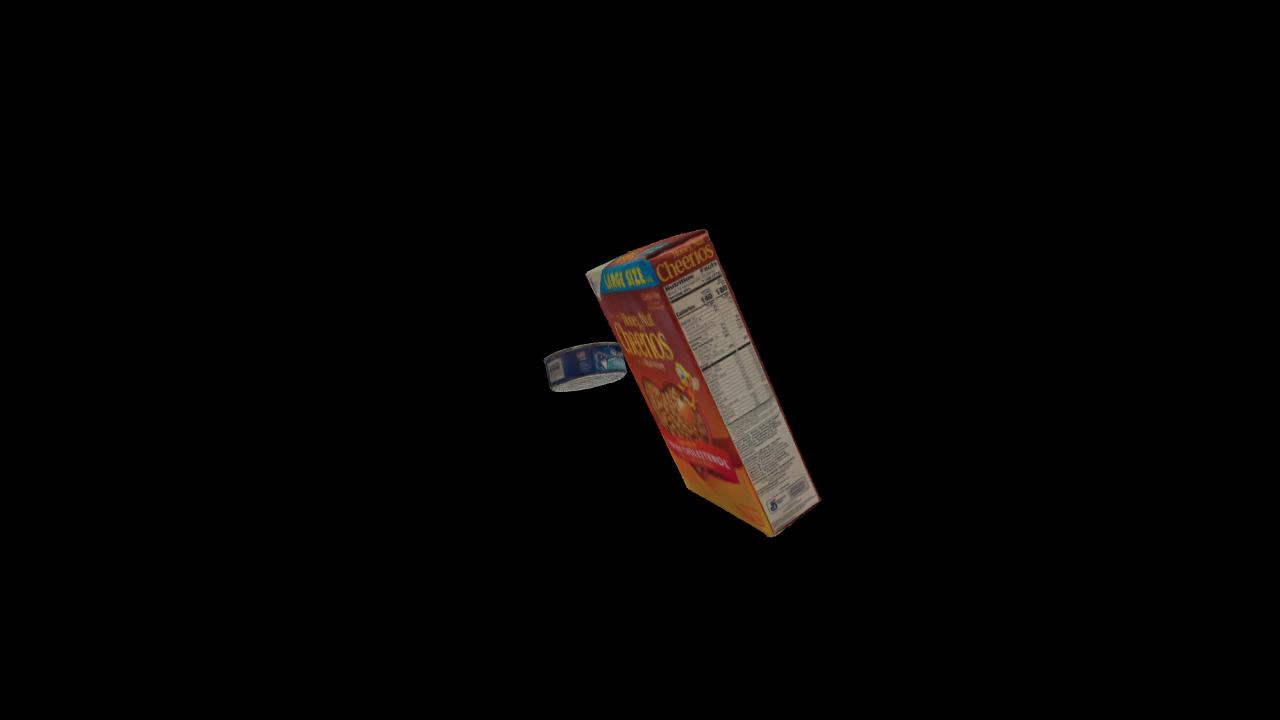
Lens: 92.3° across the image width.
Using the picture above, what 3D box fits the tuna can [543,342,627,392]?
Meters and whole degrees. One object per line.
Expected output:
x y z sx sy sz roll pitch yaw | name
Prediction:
-0.057 0.008 0.646 0.084 0.034 0.084 -12 -10 -2 | tuna can

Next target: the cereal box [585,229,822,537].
0.058 0.020 0.670 0.081 0.306 0.203 -30 14 -17 | cereal box
